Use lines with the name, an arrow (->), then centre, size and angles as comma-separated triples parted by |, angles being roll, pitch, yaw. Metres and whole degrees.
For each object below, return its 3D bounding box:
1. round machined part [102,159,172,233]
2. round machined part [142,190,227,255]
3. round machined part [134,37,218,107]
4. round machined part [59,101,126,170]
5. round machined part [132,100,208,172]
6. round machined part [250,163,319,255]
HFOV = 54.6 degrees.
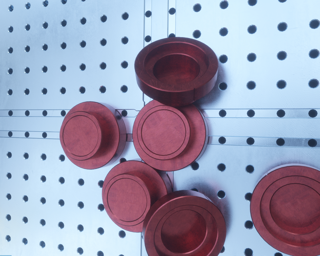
round machined part -> -0.036, 0.092, 0.417 | 0.098, 0.042, 0.097 | 0, 90, 20
round machined part -> 0.027, 0.122, 0.379 | 0.099, 0.042, 0.097 | -2, 99, -11
round machined part -> 0.020, -0.065, 0.379 | 0.098, 0.042, 0.098 | -2, 52, 2
round machined part -> -0.101, 0.011, 0.440 | 0.098, 0.042, 0.097 | 0, 90, 20
round machined part -> 0.010, 0.007, 0.396 | 0.098, 0.042, 0.098 | -1, 86, 17
round machined part -> 0.154, 0.088, 0.349 | 0.098, 0.042, 0.097 | 0, 90, 20
